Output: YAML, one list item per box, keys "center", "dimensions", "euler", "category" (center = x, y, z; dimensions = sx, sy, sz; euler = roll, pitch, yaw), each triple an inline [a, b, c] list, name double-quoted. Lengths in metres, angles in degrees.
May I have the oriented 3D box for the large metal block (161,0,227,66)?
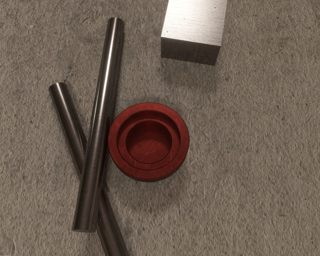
- center: [0.048, -0.143, 0.448]
  dimensions: [0.080, 0.050, 0.080]
  euler: [10, 70, 3]
  category: "large metal block"

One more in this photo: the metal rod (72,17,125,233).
- center: [-0.074, -0.023, 0.399]
  dimensions: [0.025, 0.025, 0.299]
  euler: [3, 64, 1]
  category: "metal rod"

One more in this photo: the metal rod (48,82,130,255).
- center: [-0.082, 0.074, 0.380]
  dimensions: [0.025, 0.025, 0.299]
  euler: [-22, 72, -8]
  category: "metal rod"

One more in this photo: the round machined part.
- center: [-0.014, 0.020, 0.392]
  dimensions: [0.099, 0.042, 0.098]
  euler: [0, 70, -1]
  category: "round machined part"
